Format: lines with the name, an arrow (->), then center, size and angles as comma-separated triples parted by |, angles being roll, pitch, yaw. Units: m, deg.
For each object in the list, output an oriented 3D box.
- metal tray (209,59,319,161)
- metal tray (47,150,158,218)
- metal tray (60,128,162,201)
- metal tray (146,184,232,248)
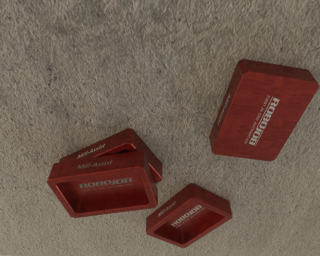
metal tray -> 0.124, -0.017, 0.391 | 0.091, 0.030, 0.129 | 8, 130, -7
metal tray -> -0.076, 0.081, 0.431 | 0.131, 0.030, 0.090 | -9, 130, 7
metal tray -> -0.073, 0.062, 0.455 | 0.130, 0.030, 0.090 | -24, 127, 18
metal tray -> 0.048, 0.156, 0.536 | 0.090, 0.030, 0.129 | 29, 124, -23
